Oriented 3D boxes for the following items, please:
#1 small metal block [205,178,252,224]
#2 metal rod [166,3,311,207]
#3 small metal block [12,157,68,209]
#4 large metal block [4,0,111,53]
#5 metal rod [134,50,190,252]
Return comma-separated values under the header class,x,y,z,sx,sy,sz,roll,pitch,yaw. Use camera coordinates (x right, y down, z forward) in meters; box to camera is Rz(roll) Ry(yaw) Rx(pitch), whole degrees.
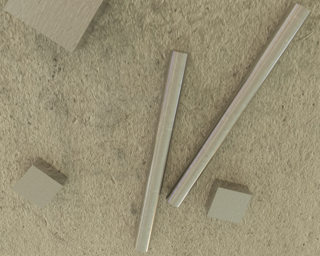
class,x,y,z,sx,sy,sz,roll,pitch,yaw
small metal block,0.098,0.106,0.450,0.050,0.025,0.050,14,109,-6
metal rod,0.092,-0.017,0.404,0.025,0.025,0.298,27,108,-10
small metal block,-0.168,0.078,0.436,0.050,0.025,0.050,40,105,-14
large metal block,-0.107,-0.142,0.343,0.080,0.050,0.080,32,107,-12
metal rod,-0.002,0.045,0.426,0.025,0.025,0.298,9,110,-4
